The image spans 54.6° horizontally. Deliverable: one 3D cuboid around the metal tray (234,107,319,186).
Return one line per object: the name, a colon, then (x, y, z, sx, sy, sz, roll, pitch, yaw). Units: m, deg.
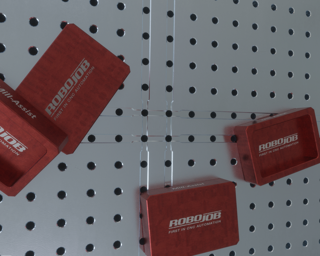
metal tray: (0.185, 0.026, 0.477, 0.131, 0.030, 0.090, -15, 95, -19)

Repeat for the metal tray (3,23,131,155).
metal tray: (-0.108, -0.045, 0.370, 0.090, 0.030, 0.130, 36, 78, -17)

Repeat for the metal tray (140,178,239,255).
metal tray: (0.043, 0.124, 0.426, 0.131, 0.030, 0.090, -5, 92, -20)

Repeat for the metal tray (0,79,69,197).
metal tray: (-0.175, 0.002, 0.321, 0.090, 0.030, 0.130, -41, 106, 19)
